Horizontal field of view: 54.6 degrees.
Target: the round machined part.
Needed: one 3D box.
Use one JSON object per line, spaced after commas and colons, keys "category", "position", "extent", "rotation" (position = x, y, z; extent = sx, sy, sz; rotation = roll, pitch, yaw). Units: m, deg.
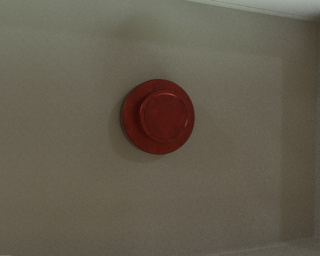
{"category": "round machined part", "position": [0.001, -0.014, 0.398], "extent": [0.099, 0.042, 0.097], "rotation": [0, 90, -20]}
